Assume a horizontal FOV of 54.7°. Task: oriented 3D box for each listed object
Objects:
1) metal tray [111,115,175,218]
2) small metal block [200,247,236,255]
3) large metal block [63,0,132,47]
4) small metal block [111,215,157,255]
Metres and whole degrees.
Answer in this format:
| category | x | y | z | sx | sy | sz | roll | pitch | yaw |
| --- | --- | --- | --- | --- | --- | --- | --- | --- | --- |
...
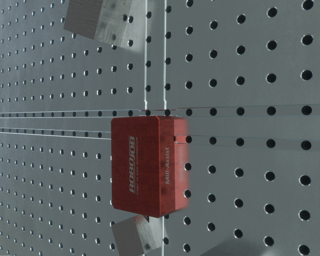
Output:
| category | x | y | z | sx | sy | sz | roll | pitch | yaw |
| --- | --- | --- | --- | --- | --- | --- | --- | --- | --- |
| metal tray | -0.025 | 0.049 | 0.425 | 0.090 | 0.030 | 0.129 | -1 | 89 | 39 |
| small metal block | 0.067 | 0.158 | 0.337 | 0.050 | 0.050 | 0.025 | 7 | 95 | 39 |
| large metal block | -0.094 | -0.176 | 0.468 | 0.080 | 0.050 | 0.079 | 28 | 107 | 36 |
| small metal block | -0.038 | 0.154 | 0.438 | 0.050 | 0.025 | 0.050 | -31 | 71 | 35 |
